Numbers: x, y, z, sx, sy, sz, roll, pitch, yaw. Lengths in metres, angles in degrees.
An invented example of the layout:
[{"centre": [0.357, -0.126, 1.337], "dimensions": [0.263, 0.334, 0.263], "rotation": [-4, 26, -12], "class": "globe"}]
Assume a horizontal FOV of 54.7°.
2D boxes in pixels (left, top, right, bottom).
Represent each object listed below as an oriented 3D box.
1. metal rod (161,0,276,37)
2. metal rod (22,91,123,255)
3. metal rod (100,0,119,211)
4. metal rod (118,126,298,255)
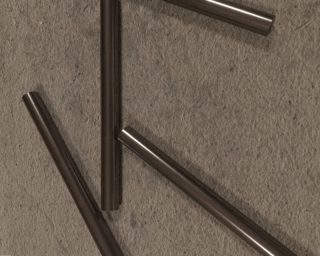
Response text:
[{"centre": [0.001, -0.182, 0.407], "dimensions": [0.301, 0.025, 0.025], "rotation": [26, 99, 17], "class": "metal rod"}, {"centre": [-0.125, 0.077, 0.451], "dimensions": [0.025, 0.025, 0.299], "rotation": [-34, 80, 16], "class": "metal rod"}, {"centre": [-0.070, -0.036, 0.432], "dimensions": [0.025, 0.025, 0.298], "rotation": [0, 90, 19], "class": "metal rod"}, {"centre": [0.067, 0.094, 0.384], "dimensions": [0.300, 0.025, 0.025], "rotation": [37, 102, 16], "class": "metal rod"}]
